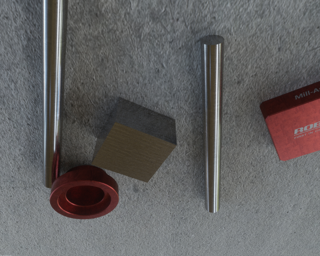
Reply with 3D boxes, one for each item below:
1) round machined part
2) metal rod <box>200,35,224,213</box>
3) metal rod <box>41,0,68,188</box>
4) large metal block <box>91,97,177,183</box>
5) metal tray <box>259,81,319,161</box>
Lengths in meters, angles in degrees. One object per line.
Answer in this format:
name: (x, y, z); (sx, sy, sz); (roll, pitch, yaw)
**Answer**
round machined part: (-0.113, 0.093, 0.469); (0.099, 0.042, 0.097); (-5, 133, -5)
metal rod: (0.072, 0.019, 0.424); (0.025, 0.025, 0.298); (-5, 130, 4)
metal rod: (-0.132, -0.028, 0.381); (0.025, 0.025, 0.298); (10, 130, -9)
large metal block: (-0.034, 0.018, 0.405); (0.080, 0.050, 0.080); (22, 127, -18)
metal tray: (0.205, -0.014, 0.395); (0.130, 0.030, 0.090); (-21, 128, 16)
